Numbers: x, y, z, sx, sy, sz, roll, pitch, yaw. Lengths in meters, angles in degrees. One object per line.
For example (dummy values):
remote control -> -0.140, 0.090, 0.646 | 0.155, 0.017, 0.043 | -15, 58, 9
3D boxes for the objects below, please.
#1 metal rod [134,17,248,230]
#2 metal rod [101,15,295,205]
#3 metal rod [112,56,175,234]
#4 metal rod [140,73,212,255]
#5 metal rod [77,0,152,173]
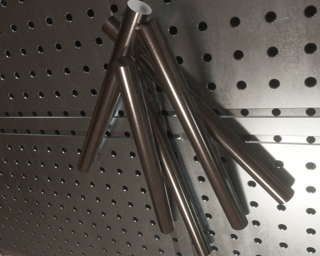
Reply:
metal rod -> 0.049, 0.017, 0.365 | 0.025, 0.025, 0.299 | -9, 124, 32
metal rod -> 0.048, -0.020, 0.372 | 0.300, 0.025, 0.025 | 44, 129, -3
metal rod -> -0.013, 0.046, 0.414 | 0.025, 0.025, 0.298 | 8, 132, 24
metal rod -> 0.019, 0.066, 0.440 | 0.025, 0.025, 0.299 | -8, 115, 31
metal rod -> -0.072, -0.027, 0.409 | 0.025, 0.025, 0.298 | 35, 135, 5
